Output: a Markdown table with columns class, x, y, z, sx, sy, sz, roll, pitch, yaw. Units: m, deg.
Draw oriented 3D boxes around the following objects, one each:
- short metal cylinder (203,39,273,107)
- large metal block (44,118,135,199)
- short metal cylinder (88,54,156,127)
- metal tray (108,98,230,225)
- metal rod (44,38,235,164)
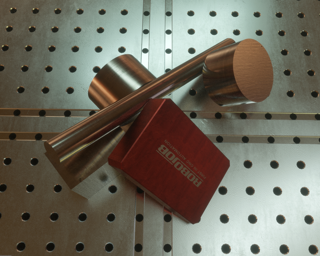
| class | x | y | z | sx | sy | sz | roll | pitch | yaw |
| --- | --- | --- | --- | --- | --- | --- | --- | --- | --- |
| short metal cylinder | 0.102 | -0.070 | 0.404 | 0.081 | 0.050 | 0.080 | 3 | 84 | -37 |
| large metal block | -0.076 | 0.034 | 0.368 | 0.080 | 0.080 | 0.050 | -38 | 75 | -13 |
| short metal cylinder | -0.044 | -0.048 | 0.399 | 0.080 | 0.080 | 0.050 | -42 | 76 | -14 |
| metal tray | 0.017 | 0.039 | 0.353 | 0.130 | 0.030 | 0.090 | 44 | 70 | -30 |
| metal rod | 0.001 | -0.049 | 0.373 | 0.025 | 0.025 | 0.302 | 45 | 55 | 14 |
